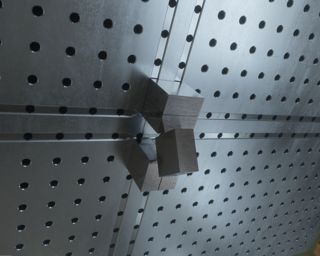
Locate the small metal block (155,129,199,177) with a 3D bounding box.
[{"bbox_3d":[0.019,0.031,0.372,0.025,0.050,0.050,1,76,-28],"label":"small metal block"}]

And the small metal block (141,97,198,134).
[{"bbox_3d":[0.011,-0.016,0.392,0.050,0.050,0.025,2,118,-30],"label":"small metal block"}]

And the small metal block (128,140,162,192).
[{"bbox_3d":[-0.018,0.050,0.417,0.025,0.050,0.050,1,118,-30],"label":"small metal block"}]

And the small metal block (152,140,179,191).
[{"bbox_3d":[0.004,0.050,0.429,0.025,0.050,0.050,1,118,-30],"label":"small metal block"}]

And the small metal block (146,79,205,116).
[{"bbox_3d":[0.018,-0.038,0.382,0.050,0.050,0.025,2,118,-30],"label":"small metal block"}]
